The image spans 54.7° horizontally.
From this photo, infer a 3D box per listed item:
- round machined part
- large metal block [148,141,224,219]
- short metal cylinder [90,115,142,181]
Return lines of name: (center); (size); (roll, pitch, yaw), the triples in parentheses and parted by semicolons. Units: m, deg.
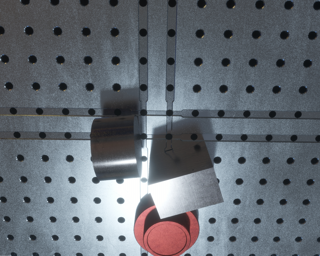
round machined part: (0.010, 0.153, 0.461); (0.099, 0.042, 0.097); (0, 110, 0)
large metal block: (0.032, 0.065, 0.408); (0.080, 0.080, 0.050); (-17, 109, 6)
short metal cylinder: (-0.052, 0.025, 0.393); (0.050, 0.080, 0.079); (-5, 110, 2)
